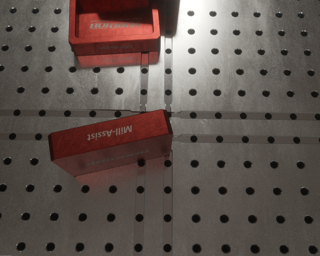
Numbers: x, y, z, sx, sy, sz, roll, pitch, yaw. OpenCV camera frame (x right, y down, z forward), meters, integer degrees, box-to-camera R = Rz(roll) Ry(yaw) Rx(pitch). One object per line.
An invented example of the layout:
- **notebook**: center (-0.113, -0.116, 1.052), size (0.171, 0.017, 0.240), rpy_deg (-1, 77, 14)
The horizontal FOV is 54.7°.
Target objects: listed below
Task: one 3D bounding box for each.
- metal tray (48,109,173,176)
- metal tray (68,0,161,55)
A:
- **metal tray**: center (-0.053, 0.020, 0.369), size (0.131, 0.090, 0.030), rpy_deg (-12, 71, -5)
- **metal tray**: center (-0.067, -0.159, 0.466), size (0.131, 0.030, 0.090), rpy_deg (-4, 70, -2)
